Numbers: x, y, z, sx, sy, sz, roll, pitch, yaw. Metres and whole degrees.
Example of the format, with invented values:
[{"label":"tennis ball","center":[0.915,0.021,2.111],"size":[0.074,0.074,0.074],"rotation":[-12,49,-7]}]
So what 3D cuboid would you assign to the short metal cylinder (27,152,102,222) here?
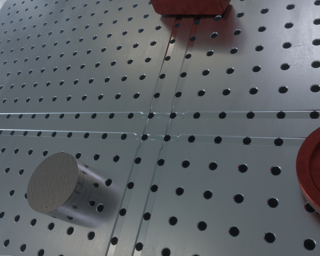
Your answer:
[{"label":"short metal cylinder","center":[-0.126,0.079,0.410],"size":[0.080,0.050,0.080],"rotation":[-13,56,21]}]

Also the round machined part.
[{"label":"round machined part","center":[0.177,0.043,0.278],"size":[0.098,0.042,0.098],"rotation":[-13,56,21]}]

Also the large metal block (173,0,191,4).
[{"label":"large metal block","center":[0.039,-0.273,0.520],"size":[0.050,0.080,0.080],"rotation":[0,62,28]}]

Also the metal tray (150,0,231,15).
[{"label":"metal tray","center":[0.037,-0.223,0.482],"size":[0.130,0.090,0.030],"rotation":[14,63,33]}]
